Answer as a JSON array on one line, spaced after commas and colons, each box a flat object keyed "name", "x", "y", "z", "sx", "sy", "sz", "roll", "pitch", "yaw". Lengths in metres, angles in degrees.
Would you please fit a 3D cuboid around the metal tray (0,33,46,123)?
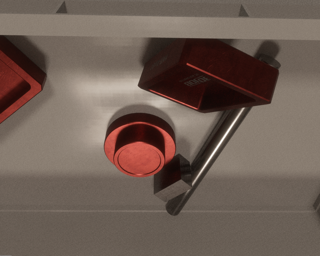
[{"name": "metal tray", "x": -0.209, "y": -0.045, "z": 0.350, "sx": 0.130, "sy": 0.030, "sz": 0.090, "roll": -34, "pitch": 123, "yaw": 14}]

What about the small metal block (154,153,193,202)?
[{"name": "small metal block", "x": 0.018, "y": 0.073, "z": 0.455, "sx": 0.050, "sy": 0.050, "sz": 0.025, "roll": -34, "pitch": 123, "yaw": 25}]

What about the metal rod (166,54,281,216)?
[{"name": "metal rod", "x": 0.073, "y": 0.032, "z": 0.437, "sx": 0.025, "sy": 0.025, "sz": 0.298, "roll": 15, "pitch": 129, "yaw": -13}]

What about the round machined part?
[{"name": "round machined part", "x": -0.027, "y": 0.030, "z": 0.423, "sx": 0.099, "sy": 0.042, "sz": 0.097, "roll": -1, "pitch": 130, "yaw": 0}]

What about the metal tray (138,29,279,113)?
[{"name": "metal tray", "x": 0.039, "y": -0.048, "z": 0.310, "sx": 0.091, "sy": 0.130, "sz": 0.030, "roll": 20, "pitch": 82, "yaw": -18}]
